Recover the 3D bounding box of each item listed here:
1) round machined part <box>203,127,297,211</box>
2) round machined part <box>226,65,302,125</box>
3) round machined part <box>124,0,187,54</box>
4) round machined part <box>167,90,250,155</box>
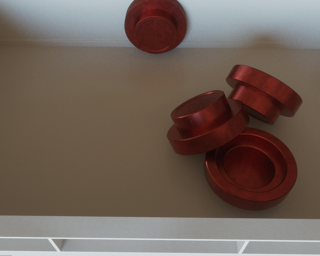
[{"bbox_3d":[0.099,0.049,0.353,0.099,0.042,0.098,0,50,0],"label":"round machined part"},{"bbox_3d":[0.128,-0.039,0.404,0.098,0.098,0.042,33,94,24],"label":"round machined part"},{"bbox_3d":[-0.007,-0.157,0.489,0.099,0.097,0.042,1,50,0],"label":"round machined part"},{"bbox_3d":[0.052,-0.012,0.370,0.098,0.042,0.098,-25,16,8],"label":"round machined part"}]
